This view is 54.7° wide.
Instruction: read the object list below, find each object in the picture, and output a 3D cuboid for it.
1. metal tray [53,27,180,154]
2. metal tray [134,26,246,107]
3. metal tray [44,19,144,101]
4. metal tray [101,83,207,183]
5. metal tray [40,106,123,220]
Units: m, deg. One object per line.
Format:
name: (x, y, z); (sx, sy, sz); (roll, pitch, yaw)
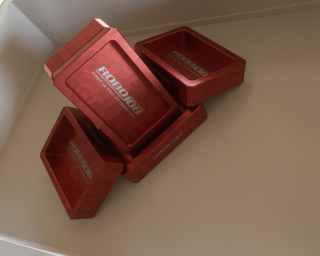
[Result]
metal tray: (-0.049, -0.041, 0.370); (0.090, 0.130, 0.030); (-42, 28, -1)
metal tray: (0.036, -0.088, 0.412); (0.091, 0.030, 0.130); (-26, 48, -21)
metal tray: (-0.073, -0.066, 0.412); (0.090, 0.130, 0.030); (-43, 51, -1)
metal tray: (-0.014, -0.003, 0.408); (0.130, 0.030, 0.090); (-43, 51, -2)
metal tray: (-0.108, 0.042, 0.407); (0.130, 0.030, 0.090); (46, 112, 38)
